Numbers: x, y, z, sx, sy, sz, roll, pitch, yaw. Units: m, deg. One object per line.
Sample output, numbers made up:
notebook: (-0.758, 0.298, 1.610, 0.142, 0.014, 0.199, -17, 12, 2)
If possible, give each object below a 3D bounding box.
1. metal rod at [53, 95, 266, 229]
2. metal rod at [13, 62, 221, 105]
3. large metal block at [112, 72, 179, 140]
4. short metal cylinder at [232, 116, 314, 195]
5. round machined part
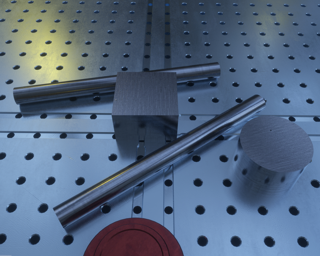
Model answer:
metal rod: (0.017, 0.029, 0.382, 0.302, 0.025, 0.025, -28, 56, -22)
metal rod: (-0.058, -0.068, 0.463, 0.302, 0.025, 0.025, -9, 51, -8)
large metal block: (-0.018, -0.030, 0.416, 0.081, 0.050, 0.080, 0, 50, 0)
short metal cylinder: (0.130, 0.031, 0.367, 0.081, 0.050, 0.080, 0, 50, 0)
round machined part: (-0.025, 0.129, 0.288, 0.099, 0.042, 0.098, 0, 50, 0)
